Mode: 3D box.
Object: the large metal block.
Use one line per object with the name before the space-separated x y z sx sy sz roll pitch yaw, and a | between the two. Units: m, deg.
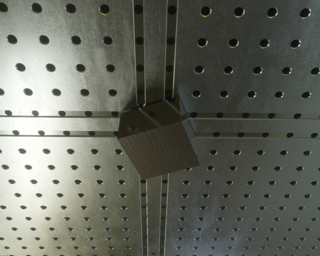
large metal block | 0.000 0.015 0.404 0.080 0.050 0.080 -16 129 13
